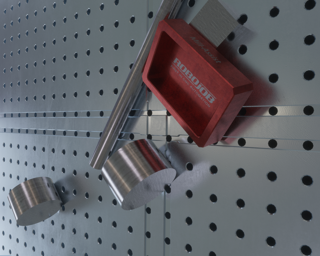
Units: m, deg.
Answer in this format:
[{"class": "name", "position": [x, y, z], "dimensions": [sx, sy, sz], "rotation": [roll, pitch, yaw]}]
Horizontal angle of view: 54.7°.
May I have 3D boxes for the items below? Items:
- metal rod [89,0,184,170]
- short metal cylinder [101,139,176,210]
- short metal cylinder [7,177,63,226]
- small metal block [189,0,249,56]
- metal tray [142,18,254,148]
[{"class": "metal rod", "position": [-0.035, -0.065, 0.438], "dimensions": [0.025, 0.025, 0.298], "rotation": [42, 115, 32]}, {"class": "short metal cylinder", "position": [-0.027, 0.059, 0.396], "dimensions": [0.050, 0.081, 0.080], "rotation": [51, 120, 27]}, {"class": "short metal cylinder", "position": [-0.224, 0.132, 0.559], "dimensions": [0.080, 0.081, 0.050], "rotation": [-49, 61, 28]}, {"class": "small metal block", "position": [0.064, -0.113, 0.357], "dimensions": [0.050, 0.025, 0.050], "rotation": [-46, 63, 30]}, {"class": "metal tray", "position": [0.035, -0.053, 0.358], "dimensions": [0.130, 0.030, 0.089], "rotation": [52, 140, 27]}]
